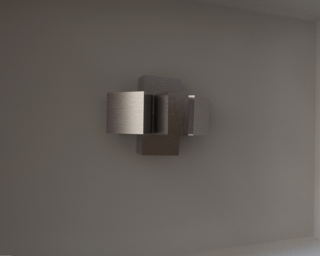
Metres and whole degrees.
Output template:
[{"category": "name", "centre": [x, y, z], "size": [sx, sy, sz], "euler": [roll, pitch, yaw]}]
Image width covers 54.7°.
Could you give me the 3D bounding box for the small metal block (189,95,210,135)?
[{"category": "small metal block", "centre": [0.044, -0.016, 0.412], "size": [0.050, 0.025, 0.050], "euler": [2, 90, -59]}]

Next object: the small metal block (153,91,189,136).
[{"category": "small metal block", "centre": [0.012, -0.016, 0.372], "size": [0.025, 0.050, 0.050], "euler": [1, 90, -21]}]

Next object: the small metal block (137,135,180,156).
[{"category": "small metal block", "centre": [-0.002, 0.010, 0.407], "size": [0.050, 0.025, 0.050], "euler": [3, 89, -20]}]

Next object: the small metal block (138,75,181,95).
[{"category": "small metal block", "centre": [-0.001, -0.040, 0.407], "size": [0.050, 0.025, 0.050], "euler": [3, 89, -21]}]

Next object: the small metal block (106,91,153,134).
[{"category": "small metal block", "centre": [-0.037, -0.018, 0.380], "size": [0.050, 0.025, 0.050], "euler": [1, 90, 23]}]
